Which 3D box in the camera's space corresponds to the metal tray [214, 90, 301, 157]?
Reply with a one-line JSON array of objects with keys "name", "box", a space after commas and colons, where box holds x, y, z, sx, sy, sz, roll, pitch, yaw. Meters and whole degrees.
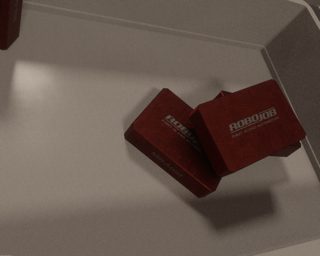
[{"name": "metal tray", "box": [0.143, -0.004, 0.461, 0.131, 0.030, 0.090, 7, 49, -36]}]

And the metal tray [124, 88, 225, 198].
[{"name": "metal tray", "box": [0.030, 0.017, 0.410, 0.130, 0.030, 0.090, 39, 51, -2]}]

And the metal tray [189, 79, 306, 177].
[{"name": "metal tray", "box": [0.114, -0.003, 0.399, 0.131, 0.030, 0.090, -20, 78, -23]}]

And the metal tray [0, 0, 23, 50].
[{"name": "metal tray", "box": [-0.196, -0.154, 0.327, 0.090, 0.129, 0.030, 27, 52, -12]}]
